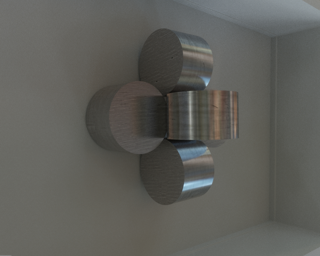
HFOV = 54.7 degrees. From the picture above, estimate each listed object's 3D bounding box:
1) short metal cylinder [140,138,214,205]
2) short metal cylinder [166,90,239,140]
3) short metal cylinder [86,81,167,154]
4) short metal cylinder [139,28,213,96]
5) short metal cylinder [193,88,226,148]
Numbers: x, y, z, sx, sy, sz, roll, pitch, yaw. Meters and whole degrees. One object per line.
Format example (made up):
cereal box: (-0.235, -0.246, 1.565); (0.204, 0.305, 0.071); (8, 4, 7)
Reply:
short metal cylinder: (0.020, 0.051, 0.385); (0.050, 0.080, 0.079); (-3, 92, -41)
short metal cylinder: (0.048, -0.014, 0.351); (0.081, 0.080, 0.050); (-2, 91, -40)
short metal cylinder: (-0.037, -0.012, 0.357); (0.081, 0.050, 0.080); (0, 90, -40)
short metal cylinder: (0.018, -0.078, 0.383); (0.050, 0.080, 0.079); (-3, 92, -41)
short metal cylinder: (0.057, -0.013, 0.435); (0.081, 0.050, 0.080); (0, 90, -40)
